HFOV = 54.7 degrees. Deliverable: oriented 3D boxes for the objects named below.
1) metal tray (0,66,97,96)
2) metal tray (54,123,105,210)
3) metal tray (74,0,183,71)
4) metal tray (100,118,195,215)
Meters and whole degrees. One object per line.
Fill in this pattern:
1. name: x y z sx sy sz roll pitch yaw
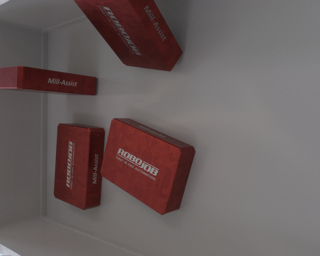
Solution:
1. metal tray: -0.178 -0.071 0.485 0.090 0.131 0.030 6 94 40
2. metal tray: -0.136 0.060 0.516 0.090 0.030 0.129 7 95 39
3. metal tray: -0.039 -0.126 0.374 0.090 0.130 0.030 16 67 39
4. metal tray: -0.022 0.047 0.422 0.130 0.030 0.089 23 105 37
